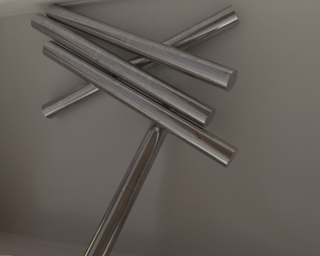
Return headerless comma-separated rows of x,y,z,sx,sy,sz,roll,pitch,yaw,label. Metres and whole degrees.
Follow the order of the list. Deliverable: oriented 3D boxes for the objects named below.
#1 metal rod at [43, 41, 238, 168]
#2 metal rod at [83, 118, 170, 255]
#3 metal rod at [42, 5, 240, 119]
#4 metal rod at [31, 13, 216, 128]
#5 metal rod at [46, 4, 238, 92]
-0.040,-0.041,0.392,0.300,0.025,0.025,32,100,22,metal rod
-0.047,0.095,0.352,0.025,0.025,0.300,18,67,19,metal rod
-0.039,-0.082,0.424,0.300,0.025,0.025,-23,82,18,metal rod
-0.062,-0.085,0.405,0.300,0.025,0.025,32,100,21,metal rod
-0.042,-0.113,0.402,0.300,0.025,0.025,27,99,26,metal rod
